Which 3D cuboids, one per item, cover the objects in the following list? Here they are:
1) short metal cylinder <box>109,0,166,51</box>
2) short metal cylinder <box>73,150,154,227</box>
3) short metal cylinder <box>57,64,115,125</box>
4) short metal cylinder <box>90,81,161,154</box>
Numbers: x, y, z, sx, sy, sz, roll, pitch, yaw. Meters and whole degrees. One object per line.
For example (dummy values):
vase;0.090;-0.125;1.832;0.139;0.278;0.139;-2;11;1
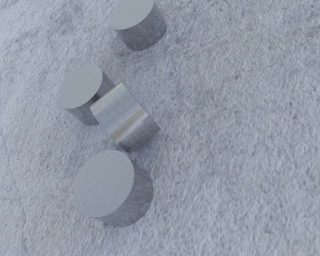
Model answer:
short metal cylinder;-0.036;-0.175;0.513;0.080;0.050;0.080;-13;56;20
short metal cylinder;-0.055;0.073;0.370;0.080;0.050;0.080;-13;56;20
short metal cylinder;-0.108;-0.051;0.474;0.080;0.050;0.080;-13;56;20
short metal cylinder;-0.043;-0.013;0.398;0.050;0.080;0.080;-40;51;1
